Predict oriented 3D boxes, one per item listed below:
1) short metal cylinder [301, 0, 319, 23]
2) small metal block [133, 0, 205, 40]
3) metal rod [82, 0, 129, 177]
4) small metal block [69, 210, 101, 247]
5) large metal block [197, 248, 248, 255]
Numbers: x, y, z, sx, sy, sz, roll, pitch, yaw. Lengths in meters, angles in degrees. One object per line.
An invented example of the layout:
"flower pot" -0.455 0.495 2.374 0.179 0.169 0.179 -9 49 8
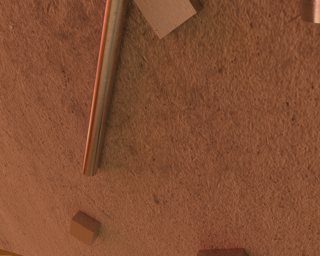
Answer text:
"short metal cylinder" 0.147 -0.111 0.225 0.080 0.080 0.050 2 119 27
"small metal block" 0.009 -0.129 0.321 0.050 0.025 0.050 -27 104 37
"metal rod" -0.079 -0.043 0.419 0.025 0.025 0.298 26 128 11
"small metal block" -0.146 0.196 0.602 0.050 0.025 0.050 27 128 11
"large metal block" 0.105 0.237 0.481 0.080 0.050 0.080 -19 109 35
